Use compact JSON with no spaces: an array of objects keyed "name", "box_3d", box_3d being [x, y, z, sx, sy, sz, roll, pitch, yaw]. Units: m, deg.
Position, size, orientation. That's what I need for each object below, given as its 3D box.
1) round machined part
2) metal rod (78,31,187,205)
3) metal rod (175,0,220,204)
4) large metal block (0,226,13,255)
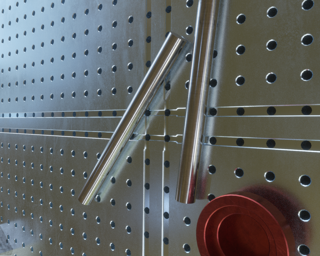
[{"name":"round machined part","box_3d":[0.090,0.115,0.323,0.098,0.042,0.097,0,90,39]},{"name":"metal rod","box_3d":[-0.049,0.001,0.447,0.025,0.025,0.298,47,117,29]},{"name":"metal rod","box_3d":[0.047,-0.059,0.368,0.025,0.025,0.298,10,97,39]},{"name":"large metal block","box_3d":[-0.387,0.285,0.708,0.080,0.050,0.079,39,114,33]}]
